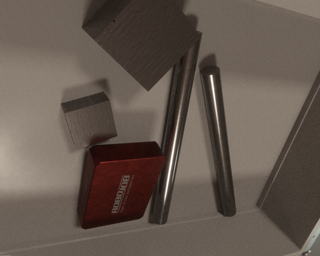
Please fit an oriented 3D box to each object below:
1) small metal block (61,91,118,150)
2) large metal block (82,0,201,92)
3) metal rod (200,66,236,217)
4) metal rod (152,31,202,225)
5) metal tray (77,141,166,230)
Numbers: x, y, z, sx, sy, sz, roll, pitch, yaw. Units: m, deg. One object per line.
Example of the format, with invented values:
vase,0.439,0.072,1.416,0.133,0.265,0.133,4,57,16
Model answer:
small metal block,-0.081,-0.009,0.360,0.050,0.025,0.050,-19,126,-18
large metal block,-0.019,-0.099,0.322,0.080,0.050,0.080,-46,130,3
metal rod,0.097,0.041,0.489,0.025,0.025,0.298,-26,128,-13
metal rod,0.018,0.018,0.431,0.025,0.025,0.298,-7,122,-26
metal tray,-0.054,0.077,0.409,0.091,0.030,0.129,-3,131,-28
